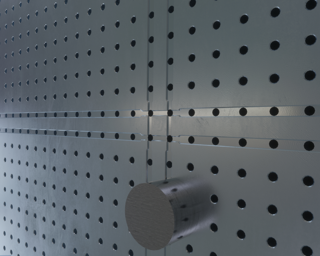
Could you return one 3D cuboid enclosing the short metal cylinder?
[{"bbox_3d":[0.002,0.106,0.393,0.080,0.050,0.080,0,90,40],"label":"short metal cylinder"}]
